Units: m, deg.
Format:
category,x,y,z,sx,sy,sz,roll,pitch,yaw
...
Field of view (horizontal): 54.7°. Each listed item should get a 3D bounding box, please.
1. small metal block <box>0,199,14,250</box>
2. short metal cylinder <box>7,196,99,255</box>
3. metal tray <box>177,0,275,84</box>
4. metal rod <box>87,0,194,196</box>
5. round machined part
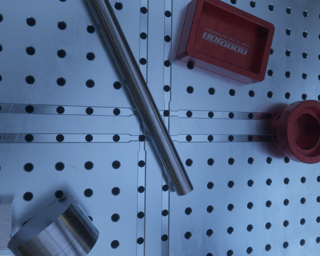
category,x,y,z,sx,sy,sz,roll,pitch,yaw
small metal block,-0.191,0.108,0.342,0.050,0.025,0.050,0,90,-21
short metal cylinder,-0.115,0.121,0.341,0.080,0.080,0.050,-36,102,-17
metal tray,0.097,-0.125,0.447,0.131,0.030,0.090,15,85,-20
metal rod,-0.026,-0.047,0.403,0.025,0.025,0.299,-27,99,-18
round machined part,0.224,0.006,0.488,0.099,0.042,0.097,0,90,-21
